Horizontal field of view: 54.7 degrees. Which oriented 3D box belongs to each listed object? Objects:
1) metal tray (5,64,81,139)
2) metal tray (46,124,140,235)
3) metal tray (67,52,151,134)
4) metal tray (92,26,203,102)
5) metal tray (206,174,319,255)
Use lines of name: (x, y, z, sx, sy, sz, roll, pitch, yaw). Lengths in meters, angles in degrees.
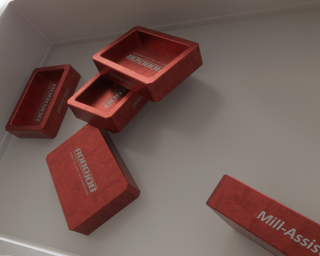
metal tray: (-0.199, -0.046, 0.532, 0.090, 0.030, 0.130, 0, 62, 28)
metal tray: (-0.094, 0.061, 0.412, 0.090, 0.030, 0.130, -38, 51, 2)
metal tray: (-0.056, -0.057, 0.444, 0.090, 0.030, 0.130, 20, 57, 35)
metal tray: (-0.019, -0.092, 0.420, 0.090, 0.030, 0.130, -42, 47, -20)
metal tray: (0.109, 0.093, 0.249, 0.130, 0.090, 0.030, 27, 77, 37)
